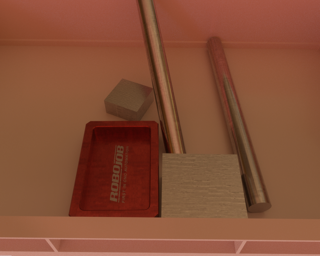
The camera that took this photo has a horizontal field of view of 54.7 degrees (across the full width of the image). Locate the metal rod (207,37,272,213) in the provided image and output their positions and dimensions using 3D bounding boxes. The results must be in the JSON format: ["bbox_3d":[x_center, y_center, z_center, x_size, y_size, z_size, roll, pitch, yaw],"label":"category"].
[{"bbox_3d":[0.100,-0.029,0.430,0.025,0.025,0.300,-2,50,-2],"label":"metal rod"}]

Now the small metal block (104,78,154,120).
[{"bbox_3d":[-0.042,-0.039,0.437,0.050,0.025,0.050,20,53,15],"label":"small metal block"}]

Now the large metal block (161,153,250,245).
[{"bbox_3d":[0.042,0.074,0.327,0.081,0.050,0.080,1,50,0],"label":"large metal block"}]

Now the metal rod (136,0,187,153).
[{"bbox_3d":[-0.007,-0.105,0.410,0.025,0.025,0.299,-9,77,-8],"label":"metal rod"}]

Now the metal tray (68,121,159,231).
[{"bbox_3d":[-0.047,0.050,0.359,0.091,0.030,0.130,0,50,-1],"label":"metal tray"}]
